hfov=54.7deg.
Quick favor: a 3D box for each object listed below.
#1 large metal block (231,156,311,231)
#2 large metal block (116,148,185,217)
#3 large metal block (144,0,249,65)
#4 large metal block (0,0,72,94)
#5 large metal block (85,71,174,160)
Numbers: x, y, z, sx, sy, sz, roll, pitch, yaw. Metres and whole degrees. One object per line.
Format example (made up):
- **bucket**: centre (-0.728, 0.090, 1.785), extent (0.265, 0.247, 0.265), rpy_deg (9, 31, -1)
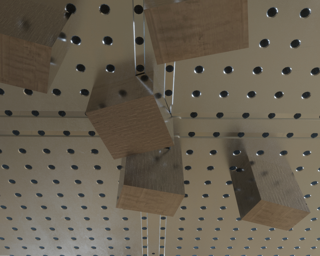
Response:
- **large metal block**: centre (0.160, 0.097, 0.461), extent (0.081, 0.080, 0.050), rpy_deg (17, 128, -15)
- **large metal block**: centre (-0.014, 0.071, 0.436), extent (0.081, 0.080, 0.050), rpy_deg (12, 129, -11)
- **large metal block**: centre (0.031, -0.107, 0.285), extent (0.080, 0.080, 0.050), rpy_deg (-9, 130, 7)
- **large metal block**: centre (-0.138, -0.085, 0.301), extent (0.081, 0.080, 0.050), rpy_deg (13, 129, -12)
- **large metal block**: centre (-0.033, -0.014, 0.383), extent (0.080, 0.050, 0.080), rpy_deg (-14, 129, 11)
